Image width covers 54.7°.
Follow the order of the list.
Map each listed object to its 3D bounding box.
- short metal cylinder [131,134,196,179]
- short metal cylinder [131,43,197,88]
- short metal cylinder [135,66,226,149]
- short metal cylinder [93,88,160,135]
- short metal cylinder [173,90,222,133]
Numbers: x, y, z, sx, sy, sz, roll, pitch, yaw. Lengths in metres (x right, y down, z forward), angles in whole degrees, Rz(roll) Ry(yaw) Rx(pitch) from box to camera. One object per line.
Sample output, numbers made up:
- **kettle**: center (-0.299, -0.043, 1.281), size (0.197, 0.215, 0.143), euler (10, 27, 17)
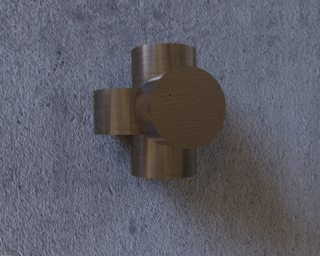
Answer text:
- **short metal cylinder**: center (0.005, 0.031, 0.384), size (0.081, 0.080, 0.050), euler (0, 90, -20)
- **short metal cylinder**: center (0.005, -0.070, 0.384), size (0.081, 0.080, 0.050), euler (-2, 91, -20)
- **short metal cylinder**: center (0.020, -0.020, 0.320), size (0.081, 0.050, 0.079), euler (0, 90, -21)
- **short metal cylinder**: center (-0.038, -0.018, 0.368), size (0.081, 0.080, 0.050), euler (-1, 91, -20)
- **short metal cylinder**: center (0.039, -0.019, 0.396), size (0.081, 0.080, 0.050), euler (0, 91, -20)
